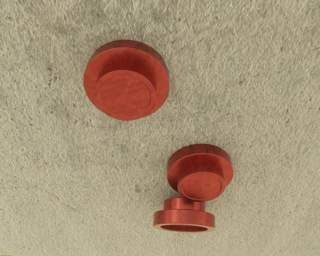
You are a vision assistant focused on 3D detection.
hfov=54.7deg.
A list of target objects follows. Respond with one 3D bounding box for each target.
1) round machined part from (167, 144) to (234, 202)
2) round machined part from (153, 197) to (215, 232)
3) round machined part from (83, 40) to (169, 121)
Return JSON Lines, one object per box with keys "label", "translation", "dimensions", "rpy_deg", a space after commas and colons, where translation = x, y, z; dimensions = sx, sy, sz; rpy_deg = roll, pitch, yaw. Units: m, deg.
{"label": "round machined part", "translation": [0.060, 0.072, 0.458], "dimensions": [0.099, 0.042, 0.097], "rpy_deg": [0, 130, 0]}
{"label": "round machined part", "translation": [0.039, 0.141, 0.501], "dimensions": [0.099, 0.042, 0.098], "rpy_deg": [3, 154, 2]}
{"label": "round machined part", "translation": [-0.038, -0.047, 0.356], "dimensions": [0.099, 0.042, 0.097], "rpy_deg": [0, 130, 0]}
